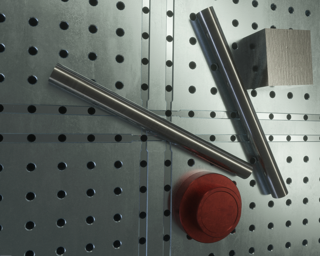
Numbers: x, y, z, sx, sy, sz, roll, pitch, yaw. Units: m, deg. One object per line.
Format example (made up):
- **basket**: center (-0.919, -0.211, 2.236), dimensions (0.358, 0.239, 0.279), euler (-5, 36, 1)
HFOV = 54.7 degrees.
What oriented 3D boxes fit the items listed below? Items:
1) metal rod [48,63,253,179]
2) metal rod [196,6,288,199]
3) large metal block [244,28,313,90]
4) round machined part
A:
- **metal rod**: center (0.001, -0.001, 0.412), dimensions (0.301, 0.025, 0.025), euler (27, 81, -18)
- **metal rod**: center (0.124, -0.031, 0.458), dimensions (0.025, 0.025, 0.299), euler (-28, 99, -18)
- **large metal block**: center (0.177, -0.101, 0.464), dimensions (0.081, 0.050, 0.079), euler (-4, 92, -20)
- **round machined part**: center (0.073, 0.112, 0.430), dimensions (0.099, 0.042, 0.097), euler (0, 90, -20)
